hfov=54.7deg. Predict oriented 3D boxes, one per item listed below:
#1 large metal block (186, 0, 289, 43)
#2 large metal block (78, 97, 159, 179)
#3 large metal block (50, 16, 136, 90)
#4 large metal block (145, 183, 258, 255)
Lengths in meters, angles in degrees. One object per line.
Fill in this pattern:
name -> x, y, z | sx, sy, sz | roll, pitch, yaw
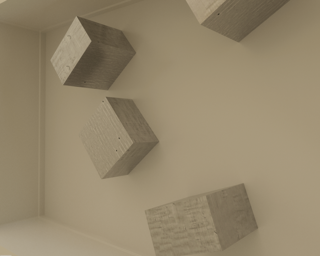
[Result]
large metal block -> 0.080, -0.138, 0.304 | 0.080, 0.081, 0.050 | -38, 67, 33
large metal block -> -0.060, 0.014, 0.438 | 0.080, 0.050, 0.080 | -48, 62, 29
large metal block -> -0.096, -0.103, 0.448 | 0.080, 0.081, 0.050 | -46, 63, 30
large metal block -> 0.045, 0.098, 0.333 | 0.080, 0.081, 0.050 | -25, 75, 37
